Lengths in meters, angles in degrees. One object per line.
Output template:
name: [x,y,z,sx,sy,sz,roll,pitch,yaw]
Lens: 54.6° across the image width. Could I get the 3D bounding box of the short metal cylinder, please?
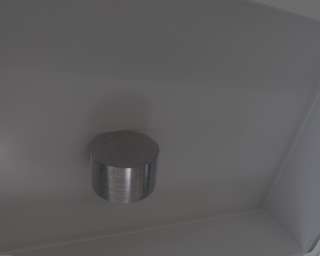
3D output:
short metal cylinder: [-0.043,0.045,0.377,0.081,0.080,0.050,-8,122,-24]
